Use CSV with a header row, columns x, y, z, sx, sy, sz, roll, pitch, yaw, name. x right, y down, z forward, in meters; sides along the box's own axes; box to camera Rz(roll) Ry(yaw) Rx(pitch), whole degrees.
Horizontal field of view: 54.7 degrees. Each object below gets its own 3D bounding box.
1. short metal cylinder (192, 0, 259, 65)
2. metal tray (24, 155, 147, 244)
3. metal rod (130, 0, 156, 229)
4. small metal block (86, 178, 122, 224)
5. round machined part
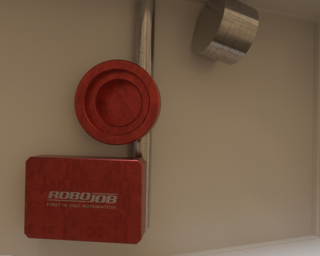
x,y,z,sx,sy,sz,roll,pitch,yaw,name
0.085,-0.131,0.414,0.050,0.080,0.080,15,85,-20,short metal cylinder
-0.083,0.078,0.349,0.131,0.030,0.089,1,90,6,metal tray
-0.022,-0.021,0.403,0.025,0.025,0.298,2,90,-20,metal rod
-0.066,0.083,0.371,0.025,0.050,0.050,5,88,8,small metal block
-0.047,-0.029,0.371,0.099,0.042,0.097,0,89,6,round machined part
